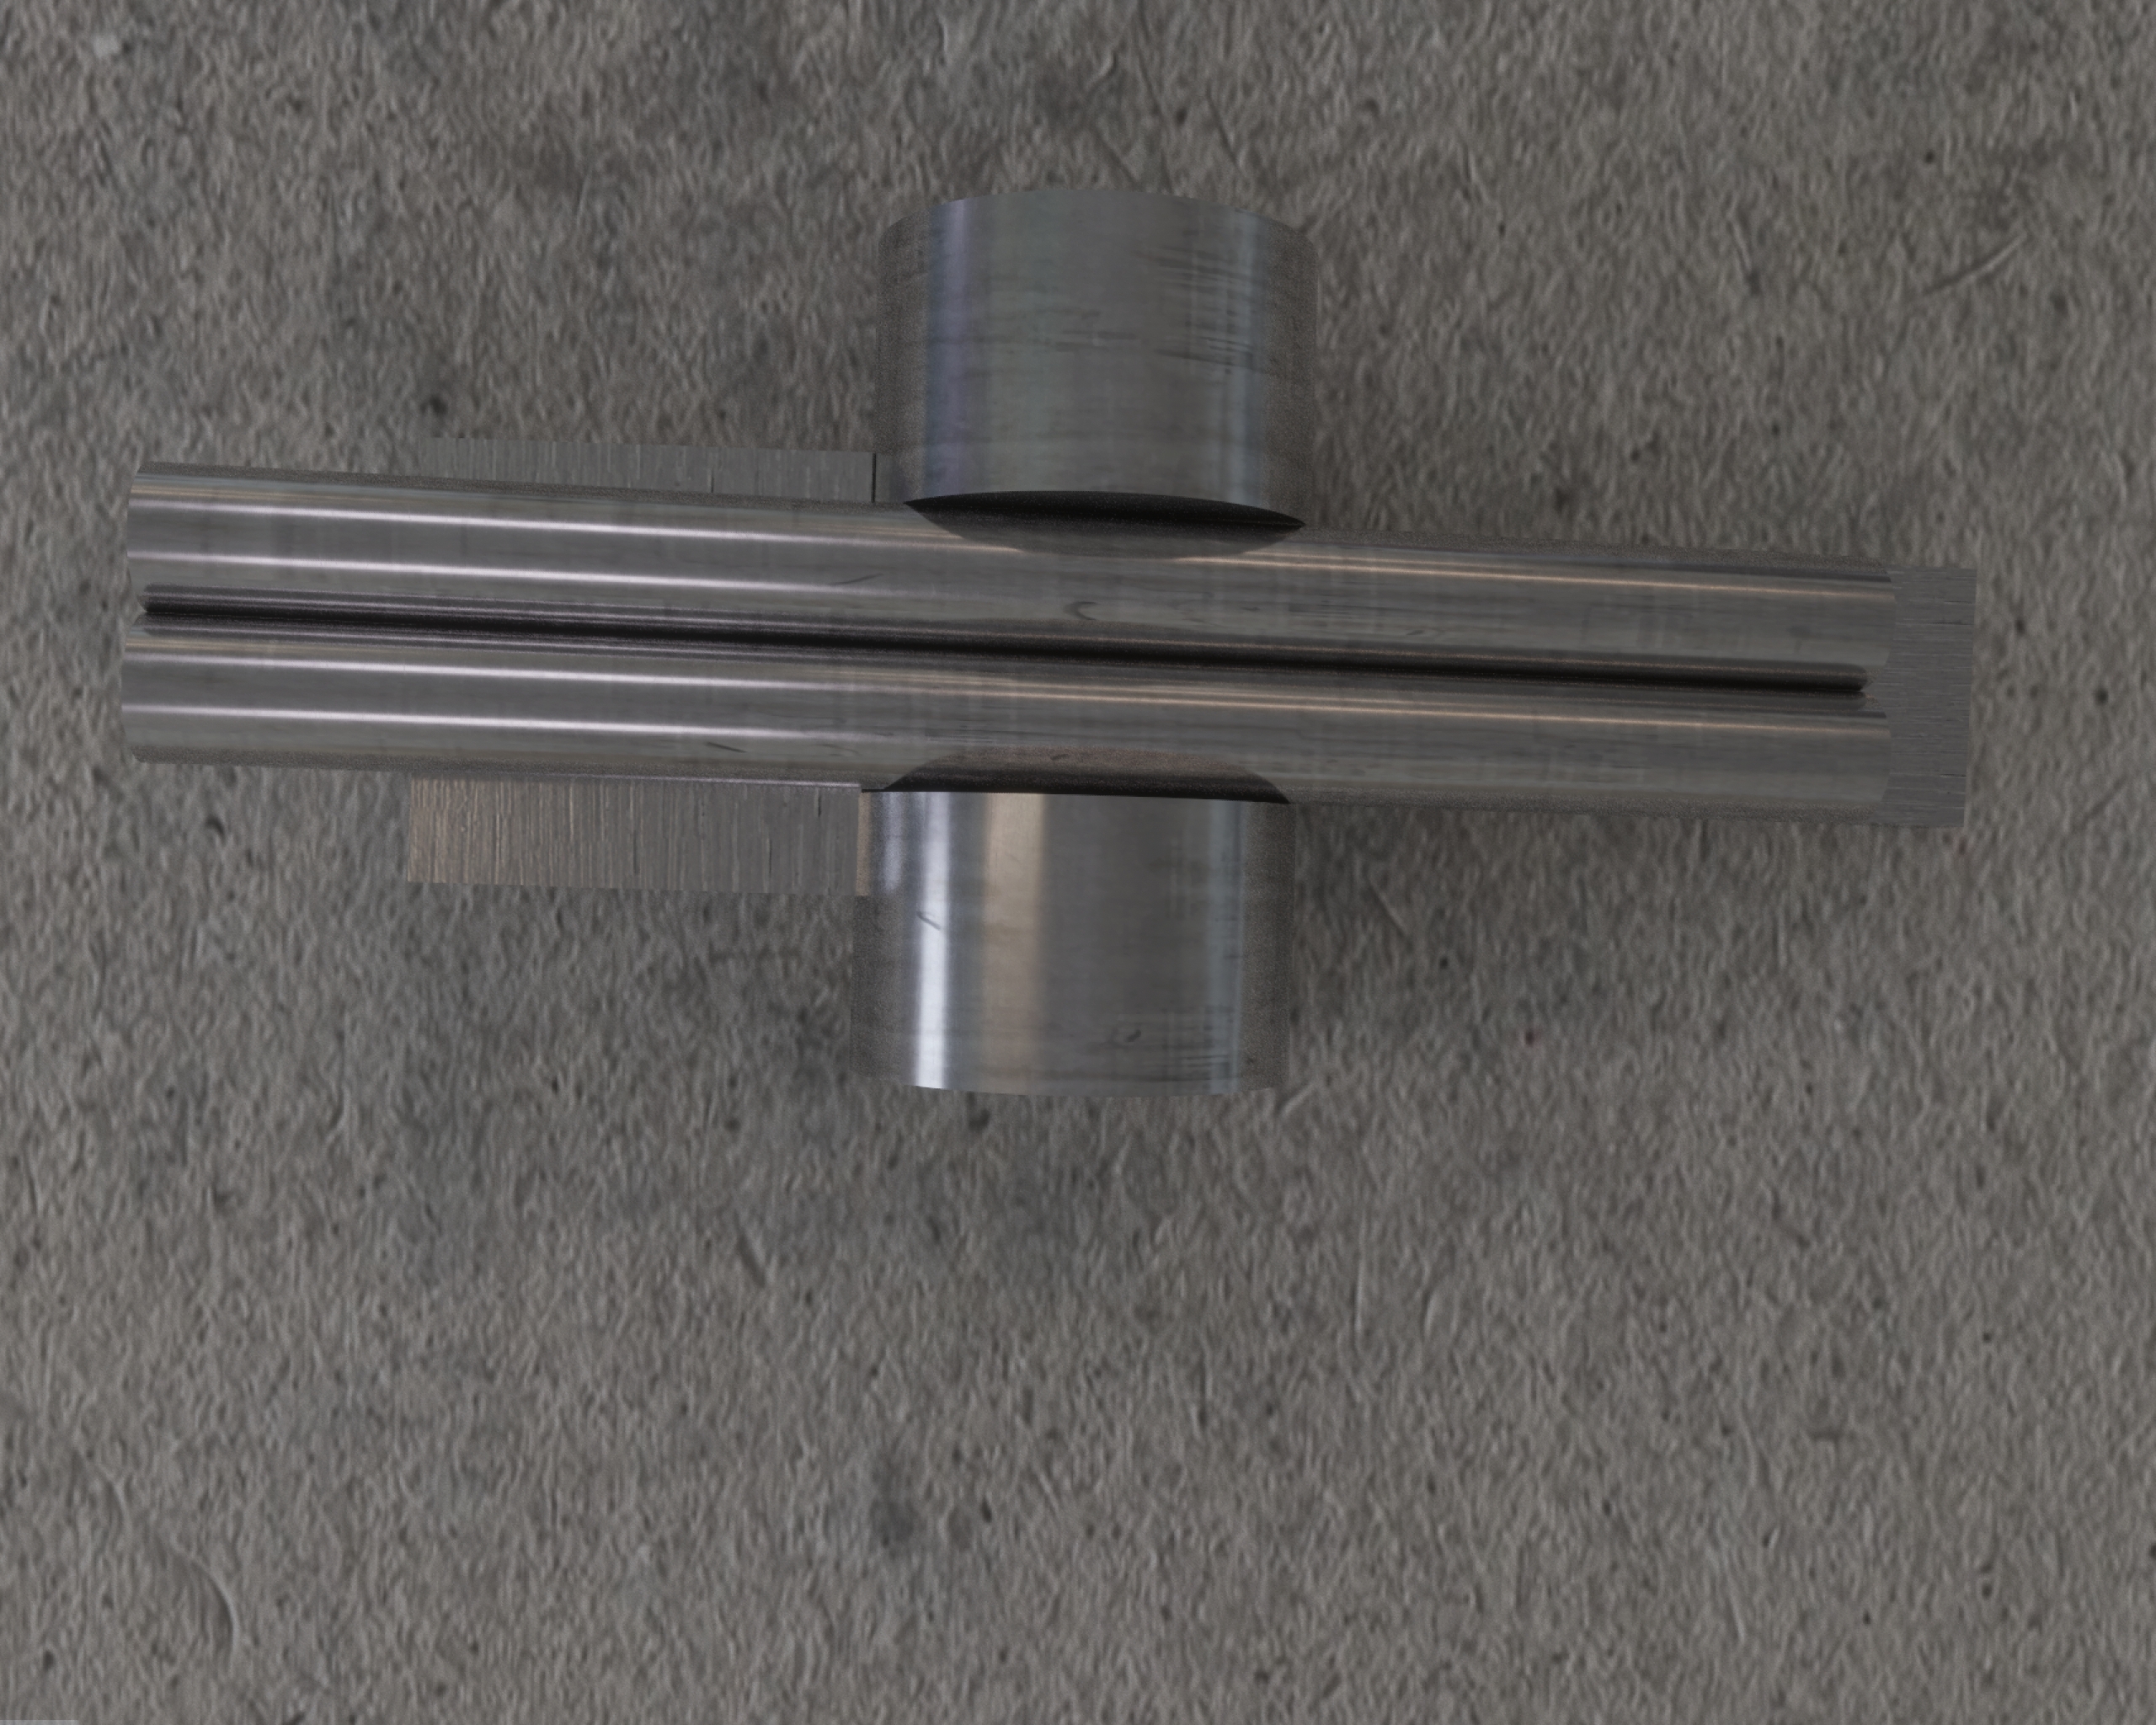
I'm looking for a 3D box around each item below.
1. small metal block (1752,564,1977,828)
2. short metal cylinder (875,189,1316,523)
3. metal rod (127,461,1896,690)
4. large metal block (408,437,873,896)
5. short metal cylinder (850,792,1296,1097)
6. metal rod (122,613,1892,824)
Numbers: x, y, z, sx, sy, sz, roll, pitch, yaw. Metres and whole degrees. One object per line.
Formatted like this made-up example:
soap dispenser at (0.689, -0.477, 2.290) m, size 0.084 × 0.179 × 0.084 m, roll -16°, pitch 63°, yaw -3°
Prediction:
small metal block at (0.146, -0.033, 0.413) m, size 0.050 × 0.025 × 0.050 m, roll 3°, pitch 90°, yaw 0°
short metal cylinder at (0.003, -0.086, 0.384) m, size 0.081 × 0.080 × 0.050 m, roll 2°, pitch 90°, yaw 0°
metal rod at (-0.004, -0.049, 0.366) m, size 0.302 × 0.025 × 0.025 m, roll 2°, pitch 90°, yaw -8°
large metal block at (-0.078, -0.035, 0.398) m, size 0.081 × 0.050 × 0.080 m, roll 2°, pitch 90°, yaw 0°
short metal cylinder at (-0.001, 0.013, 0.384) m, size 0.081 × 0.080 × 0.050 m, roll 2°, pitch 90°, yaw 0°
metal rod at (-0.005, -0.024, 0.366) m, size 0.302 × 0.025 × 0.025 m, roll 2°, pitch 90°, yaw -8°
